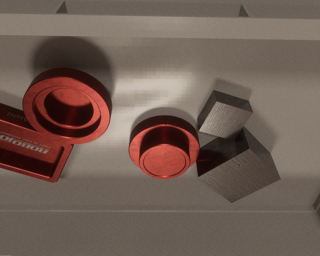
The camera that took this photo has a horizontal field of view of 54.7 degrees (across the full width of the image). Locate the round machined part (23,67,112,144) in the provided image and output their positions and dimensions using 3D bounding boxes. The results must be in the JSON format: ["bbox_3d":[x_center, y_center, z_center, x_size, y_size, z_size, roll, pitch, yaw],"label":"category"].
[{"bbox_3d":[-0.107,-0.030,0.371,0.099,0.042,0.097,-1,130,0],"label":"round machined part"}]

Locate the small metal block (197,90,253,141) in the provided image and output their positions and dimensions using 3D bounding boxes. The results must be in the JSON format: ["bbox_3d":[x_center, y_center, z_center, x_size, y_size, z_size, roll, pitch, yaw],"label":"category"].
[{"bbox_3d":[0.082,-0.015,0.397,0.050,0.025,0.050,15,128,-13],"label":"small metal block"}]

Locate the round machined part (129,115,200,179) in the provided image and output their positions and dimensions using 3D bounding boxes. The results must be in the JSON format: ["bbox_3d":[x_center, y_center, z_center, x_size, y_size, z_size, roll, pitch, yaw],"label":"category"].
[{"bbox_3d":[0.006,0.033,0.426,0.099,0.042,0.097,0,130,0],"label":"round machined part"}]

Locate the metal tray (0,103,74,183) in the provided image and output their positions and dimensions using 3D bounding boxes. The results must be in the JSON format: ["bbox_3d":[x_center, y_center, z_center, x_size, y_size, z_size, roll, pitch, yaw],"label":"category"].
[{"bbox_3d":[-0.190,0.020,0.420,0.131,0.030,0.089,21,127,-18],"label":"metal tray"}]

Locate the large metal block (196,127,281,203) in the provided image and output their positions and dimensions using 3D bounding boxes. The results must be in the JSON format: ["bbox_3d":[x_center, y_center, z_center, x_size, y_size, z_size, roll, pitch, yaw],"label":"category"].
[{"bbox_3d":[0.108,0.052,0.439,0.080,0.050,0.080,-35,123,25],"label":"large metal block"}]
